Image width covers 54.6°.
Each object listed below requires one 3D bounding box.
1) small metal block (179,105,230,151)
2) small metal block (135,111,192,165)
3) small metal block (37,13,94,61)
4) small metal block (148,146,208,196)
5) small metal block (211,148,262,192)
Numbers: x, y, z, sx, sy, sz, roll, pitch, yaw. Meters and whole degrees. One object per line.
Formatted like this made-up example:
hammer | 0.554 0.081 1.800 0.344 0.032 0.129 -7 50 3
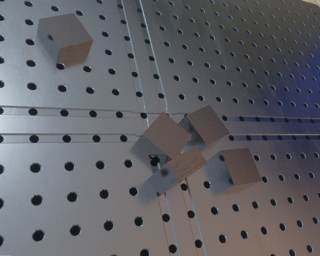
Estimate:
small metal block | 0.062 0.001 0.441 0.050 0.025 0.050 -24 75 -36
small metal block | 0.005 0.015 0.401 0.050 0.025 0.050 40 51 -1
small metal block | -0.127 -0.122 0.414 0.050 0.025 0.050 -28 77 -37
small metal block | 0.021 0.052 0.372 0.050 0.050 0.025 -26 76 -37
small metal block | 0.106 0.057 0.430 0.050 0.025 0.050 -2 63 -29
